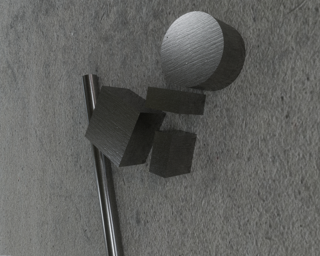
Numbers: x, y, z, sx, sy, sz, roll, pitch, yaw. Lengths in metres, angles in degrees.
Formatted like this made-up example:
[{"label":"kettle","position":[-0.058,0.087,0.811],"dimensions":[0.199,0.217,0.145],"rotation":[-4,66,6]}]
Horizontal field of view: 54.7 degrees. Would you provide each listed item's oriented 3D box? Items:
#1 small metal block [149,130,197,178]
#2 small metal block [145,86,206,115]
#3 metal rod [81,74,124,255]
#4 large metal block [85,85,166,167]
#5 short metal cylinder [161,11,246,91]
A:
[{"label":"small metal block","position":[0.016,0.030,0.374],"dimensions":[0.025,0.050,0.050],"rotation":[15,100,39]},{"label":"small metal block","position":[0.019,-0.032,0.371],"dimensions":[0.050,0.050,0.025],"rotation":[14,99,39]},{"label":"metal rod","position":[-0.088,0.064,0.474],"dimensions":[0.025,0.025,0.298],"rotation":[-16,80,38]},{"label":"large metal block","position":[-0.050,-0.004,0.427],"dimensions":[0.080,0.050,0.079],"rotation":[36,112,34]},{"label":"short metal cylinder","position":[0.048,-0.083,0.348],"dimensions":[0.080,0.050,0.079],"rotation":[0,90,39]}]
